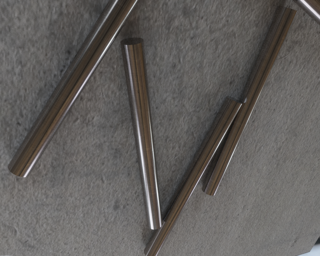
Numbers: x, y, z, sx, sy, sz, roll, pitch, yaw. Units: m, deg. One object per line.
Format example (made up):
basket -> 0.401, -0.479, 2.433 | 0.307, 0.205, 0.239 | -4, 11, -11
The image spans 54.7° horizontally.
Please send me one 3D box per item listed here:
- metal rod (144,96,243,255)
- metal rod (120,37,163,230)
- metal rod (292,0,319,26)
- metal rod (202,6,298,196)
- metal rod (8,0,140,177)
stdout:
metal rod -> 0.045, 0.088, 0.487 | 0.025, 0.025, 0.298 | 13, 112, -34
metal rod -> -0.019, 0.030, 0.416 | 0.025, 0.025, 0.298 | -18, 126, -18
metal rod -> 0.207, -0.167, 0.419 | 0.302, 0.025, 0.025 | 18, 109, -36
metal rod -> 0.124, -0.025, 0.461 | 0.025, 0.025, 0.298 | 4, 117, -31
metal rod -> -0.074, -0.072, 0.322 | 0.025, 0.025, 0.299 | 27, 103, -38
